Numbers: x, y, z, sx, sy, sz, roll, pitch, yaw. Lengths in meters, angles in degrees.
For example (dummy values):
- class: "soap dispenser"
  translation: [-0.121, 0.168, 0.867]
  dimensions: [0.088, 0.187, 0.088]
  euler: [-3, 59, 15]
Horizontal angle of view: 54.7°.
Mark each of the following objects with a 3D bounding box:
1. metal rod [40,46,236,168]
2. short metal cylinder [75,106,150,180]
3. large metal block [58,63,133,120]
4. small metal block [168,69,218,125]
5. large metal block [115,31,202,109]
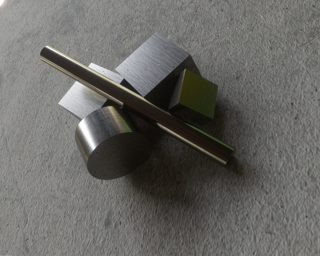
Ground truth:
- class: "metal rod"
  translation: [-0.043, -0.037, 0.398]
  dimensions: [0.300, 0.025, 0.025]
  euler: [30, 78, 21]
- class: "short metal cylinder"
  translation: [-0.060, 0.019, 0.389]
  dimensions: [0.080, 0.080, 0.050]
  euler: [-38, 51, 3]
- class: "large metal block"
  translation: [-0.089, -0.041, 0.461]
  dimensions: [0.080, 0.050, 0.080]
  euler: [28, 77, 37]
- class: "small metal block"
  translation: [0.042, -0.038, 0.388]
  dimensions: [0.025, 0.050, 0.050]
  euler: [-32, 40, 56]
- class: "large metal block"
  translation: [-0.002, -0.076, 0.434]
  dimensions: [0.080, 0.050, 0.080]
  euler: [-43, 51, -2]
